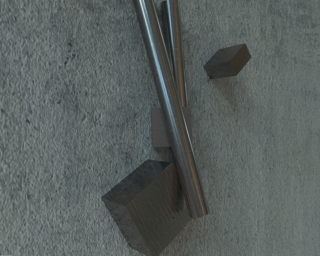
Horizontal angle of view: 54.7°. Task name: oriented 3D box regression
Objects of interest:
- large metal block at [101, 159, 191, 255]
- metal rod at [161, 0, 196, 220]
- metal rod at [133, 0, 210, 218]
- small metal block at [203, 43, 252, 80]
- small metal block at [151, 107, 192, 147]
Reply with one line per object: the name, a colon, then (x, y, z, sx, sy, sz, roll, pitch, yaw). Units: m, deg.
large metal block: (-0.011, 0.096, 0.381, 0.080, 0.050, 0.080, -38, 114, -34)
metal rod: (0.028, -0.021, 0.429, 0.025, 0.025, 0.298, -9, 96, -40)
metal rod: (0.010, -0.041, 0.377, 0.025, 0.025, 0.298, -13, 87, -40)
small metal block: (0.104, -0.102, 0.478, 0.050, 0.050, 0.025, -48, 119, -29)
small metal block: (0.014, -0.002, 0.403, 0.050, 0.025, 0.050, -2, 92, -5)
